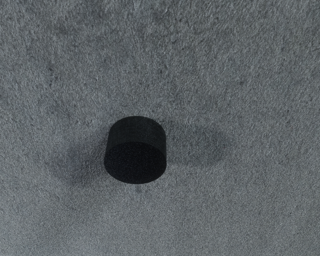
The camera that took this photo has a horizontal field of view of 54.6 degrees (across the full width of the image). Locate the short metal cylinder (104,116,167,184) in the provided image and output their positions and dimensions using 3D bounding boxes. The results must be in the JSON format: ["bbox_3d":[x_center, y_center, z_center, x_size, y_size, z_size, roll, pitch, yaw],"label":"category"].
[{"bbox_3d":[-0.032,0.030,0.416,0.080,0.050,0.080,0,130,0],"label":"short metal cylinder"}]
